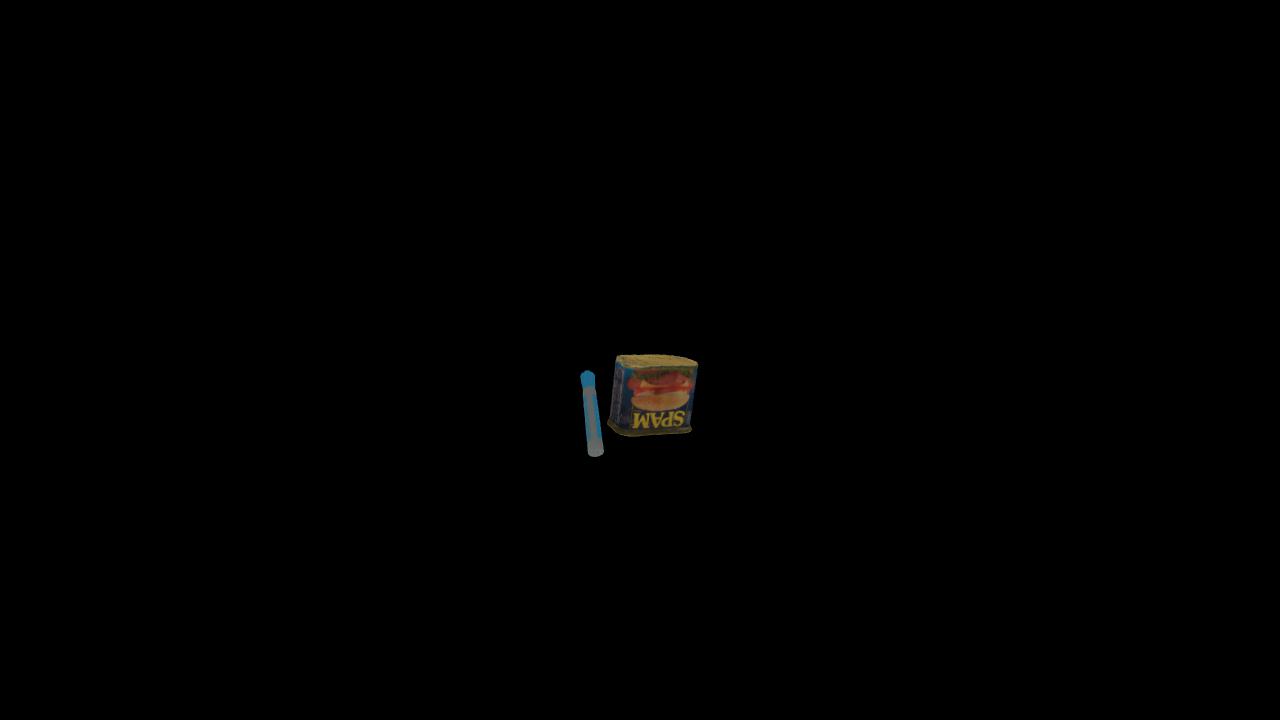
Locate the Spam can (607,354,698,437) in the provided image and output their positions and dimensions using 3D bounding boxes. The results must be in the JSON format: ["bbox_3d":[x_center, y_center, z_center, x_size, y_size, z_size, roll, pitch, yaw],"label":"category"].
[{"bbox_3d":[0.016,0.040,0.732,0.101,0.085,0.058,0,15,-27],"label":"Spam can"}]

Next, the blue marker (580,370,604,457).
[{"bbox_3d":[-0.059,0.061,0.748,0.020,0.121,0.020,-6,-40,-5],"label":"blue marker"}]
